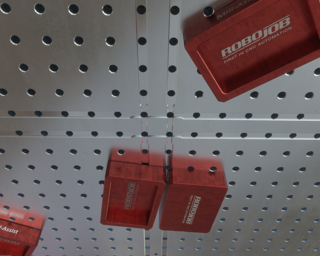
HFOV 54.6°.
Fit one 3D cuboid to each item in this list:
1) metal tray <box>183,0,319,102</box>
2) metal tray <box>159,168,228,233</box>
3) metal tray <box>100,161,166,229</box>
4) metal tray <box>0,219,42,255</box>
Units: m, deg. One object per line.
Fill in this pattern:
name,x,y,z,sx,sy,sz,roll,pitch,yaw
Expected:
metal tray,0.102,-0.092,0.330,0.130,0.030,0.090,-26,126,20
metal tray,0.051,0.124,0.514,0.091,0.030,0.129,6,130,-5
metal tray,-0.046,0.113,0.503,0.091,0.030,0.129,8,130,-7
metal tray,-0.304,0.211,0.584,0.131,0.030,0.090,24,126,-19
